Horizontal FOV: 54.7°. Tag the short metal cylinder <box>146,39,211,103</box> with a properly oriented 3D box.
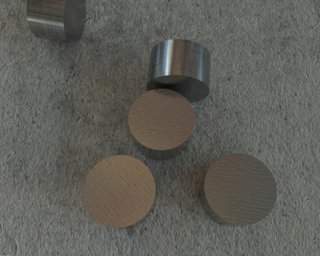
[{"bbox_3d":[0.025,-0.071,0.405,0.080,0.080,0.050,5,70,2],"label":"short metal cylinder"}]

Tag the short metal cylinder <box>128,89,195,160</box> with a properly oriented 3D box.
[{"bbox_3d":[0.002,-0.003,0.396,0.081,0.050,0.080,0,70,0],"label":"short metal cylinder"}]

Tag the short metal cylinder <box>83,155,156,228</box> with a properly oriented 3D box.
[{"bbox_3d":[-0.045,0.077,0.366,0.081,0.050,0.080,0,70,0],"label":"short metal cylinder"}]

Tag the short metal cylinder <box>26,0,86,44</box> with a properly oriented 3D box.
[{"bbox_3d":[-0.143,-0.163,0.437,0.050,0.080,0.080,11,71,4],"label":"short metal cylinder"}]

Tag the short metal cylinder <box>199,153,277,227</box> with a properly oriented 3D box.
[{"bbox_3d":[0.090,0.075,0.368,0.081,0.050,0.080,0,70,0],"label":"short metal cylinder"}]
